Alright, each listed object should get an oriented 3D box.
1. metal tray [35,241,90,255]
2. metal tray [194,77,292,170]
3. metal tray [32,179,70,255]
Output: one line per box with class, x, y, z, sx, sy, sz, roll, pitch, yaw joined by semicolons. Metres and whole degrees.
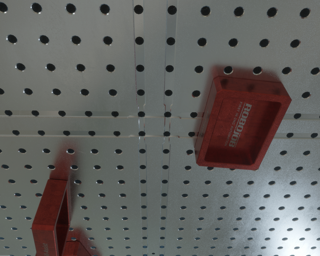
metal tray;-0.191;0.288;0.651;0.090;0.030;0.129;-11;130;8
metal tray;0.103;-0.001;0.409;0.091;0.030;0.129;5;130;-5
metal tray;-0.171;0.157;0.499;0.030;0.090;0.129;6;130;-6
